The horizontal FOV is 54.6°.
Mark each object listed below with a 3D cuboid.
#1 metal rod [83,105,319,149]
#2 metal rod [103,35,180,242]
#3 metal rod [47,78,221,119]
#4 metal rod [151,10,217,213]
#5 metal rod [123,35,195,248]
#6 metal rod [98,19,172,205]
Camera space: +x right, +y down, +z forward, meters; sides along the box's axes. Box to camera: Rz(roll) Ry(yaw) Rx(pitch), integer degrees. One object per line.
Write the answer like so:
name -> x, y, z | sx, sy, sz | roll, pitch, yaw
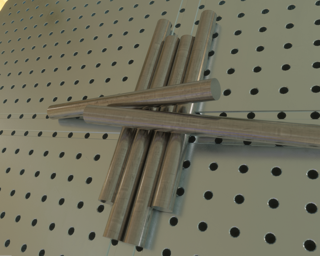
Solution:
metal rod -> 0.044, -0.004, 0.362 | 0.301, 0.025, 0.025 | 6, 65, 21
metal rod -> -0.017, -0.003, 0.419 | 0.025, 0.025, 0.300 | 2, 62, 29
metal rod -> -0.058, -0.035, 0.432 | 0.300, 0.025, 0.025 | -4, 60, 36
metal rod -> 0.039, -0.040, 0.412 | 0.025, 0.025, 0.300 | 1, 62, 29
metal rod -> 0.007, -0.001, 0.407 | 0.025, 0.025, 0.300 | 1, 62, 29
metal rod -> -0.029, -0.039, 0.447 | 0.025, 0.025, 0.300 | 1, 62, 29
